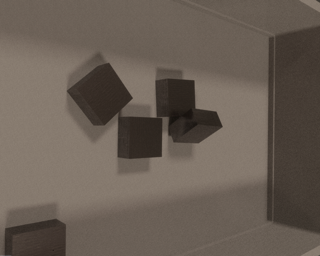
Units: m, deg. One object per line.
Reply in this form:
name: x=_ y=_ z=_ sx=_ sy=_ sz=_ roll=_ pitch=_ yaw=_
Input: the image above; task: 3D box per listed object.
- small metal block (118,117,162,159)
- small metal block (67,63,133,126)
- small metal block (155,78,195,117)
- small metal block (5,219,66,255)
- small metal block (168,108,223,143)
small metal block: x=-0.025 y=0.012 z=0.388 sx=0.050 sy=0.025 sz=0.050 roll=1 pitch=89 yaw=-40
small metal block: x=-0.067 y=-0.038 z=0.352 sx=0.050 sy=0.025 sz=0.050 roll=-48 pitch=119 yaw=-29
small metal block: x=0.022 y=-0.041 z=0.427 sx=0.050 sy=0.025 sz=0.050 roll=-4 pitch=93 yaw=-40
small metal block: x=-0.122 y=0.122 z=0.305 sx=0.050 sy=0.025 sz=0.050 roll=1 pitch=90 yaw=-40
small metal block: x=0.049 y=-0.002 z=0.430 sx=0.050 sy=0.050 sz=0.025 roll=5 pitch=58 yaw=-40
